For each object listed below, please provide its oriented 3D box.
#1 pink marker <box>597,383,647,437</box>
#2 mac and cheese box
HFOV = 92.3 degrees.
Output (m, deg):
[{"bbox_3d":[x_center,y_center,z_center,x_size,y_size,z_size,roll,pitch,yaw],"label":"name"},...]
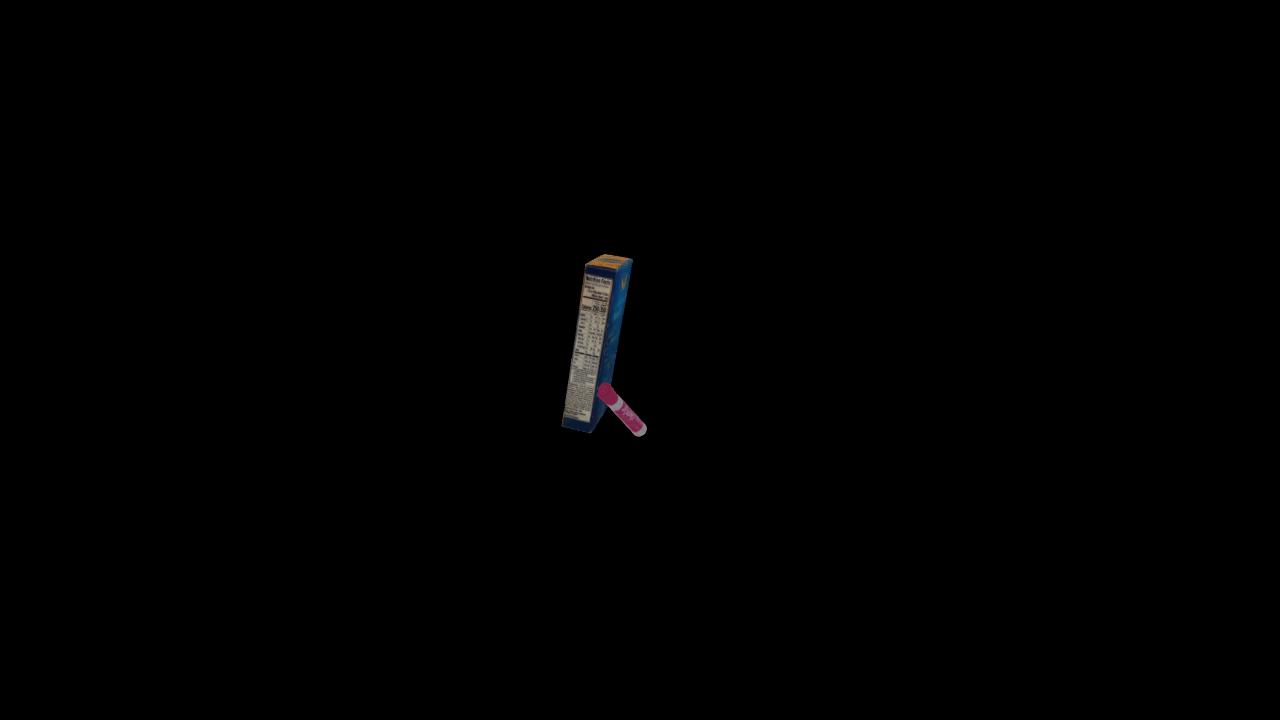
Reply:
[{"bbox_3d":[-0.020,0.058,0.700,0.020,0.020,0.121,0,-27,22],"label":"pink marker"},{"bbox_3d":[-0.047,-0.020,0.686,0.041,0.184,0.093,12,17,7],"label":"mac and cheese box"}]
